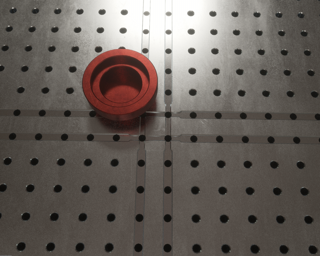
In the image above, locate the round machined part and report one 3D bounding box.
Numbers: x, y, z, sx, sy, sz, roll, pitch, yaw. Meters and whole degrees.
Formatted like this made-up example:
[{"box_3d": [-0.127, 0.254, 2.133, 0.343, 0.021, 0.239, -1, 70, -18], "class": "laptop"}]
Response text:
[{"box_3d": [-0.052, -0.055, 0.422, 0.099, 0.042, 0.098, 0, 70, -1], "class": "round machined part"}]
